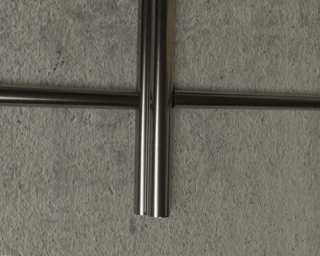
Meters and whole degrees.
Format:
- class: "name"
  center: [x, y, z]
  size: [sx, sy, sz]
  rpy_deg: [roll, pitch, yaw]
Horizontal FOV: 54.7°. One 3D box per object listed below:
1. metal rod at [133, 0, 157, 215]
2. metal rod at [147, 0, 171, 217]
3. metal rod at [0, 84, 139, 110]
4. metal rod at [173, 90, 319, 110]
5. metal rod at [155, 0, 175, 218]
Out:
- class: "metal rod"
  center: [-0.019, -0.039, 0.405]
  size: [0.025, 0.025, 0.298]
  rpy_deg: [1, 90, -20]
- class: "metal rod"
  center: [-0.001, -0.040, 0.389]
  size: [0.025, 0.025, 0.298]
  rpy_deg: [1, 90, -20]
- class: "metal rod"
  center: [-0.172, -0.037, 0.346]
  size: [0.303, 0.025, 0.025]
  rpy_deg: [0, 90, -21]
- class: "metal rod"
  center: [0.158, -0.040, 0.470]
  size: [0.303, 0.025, 0.025]
  rpy_deg: [-1, 90, -21]
- class: "metal rod"
  center: [0.004, -0.033, 0.414]
  size: [0.025, 0.025, 0.298]
  rpy_deg: [1, 90, -20]
